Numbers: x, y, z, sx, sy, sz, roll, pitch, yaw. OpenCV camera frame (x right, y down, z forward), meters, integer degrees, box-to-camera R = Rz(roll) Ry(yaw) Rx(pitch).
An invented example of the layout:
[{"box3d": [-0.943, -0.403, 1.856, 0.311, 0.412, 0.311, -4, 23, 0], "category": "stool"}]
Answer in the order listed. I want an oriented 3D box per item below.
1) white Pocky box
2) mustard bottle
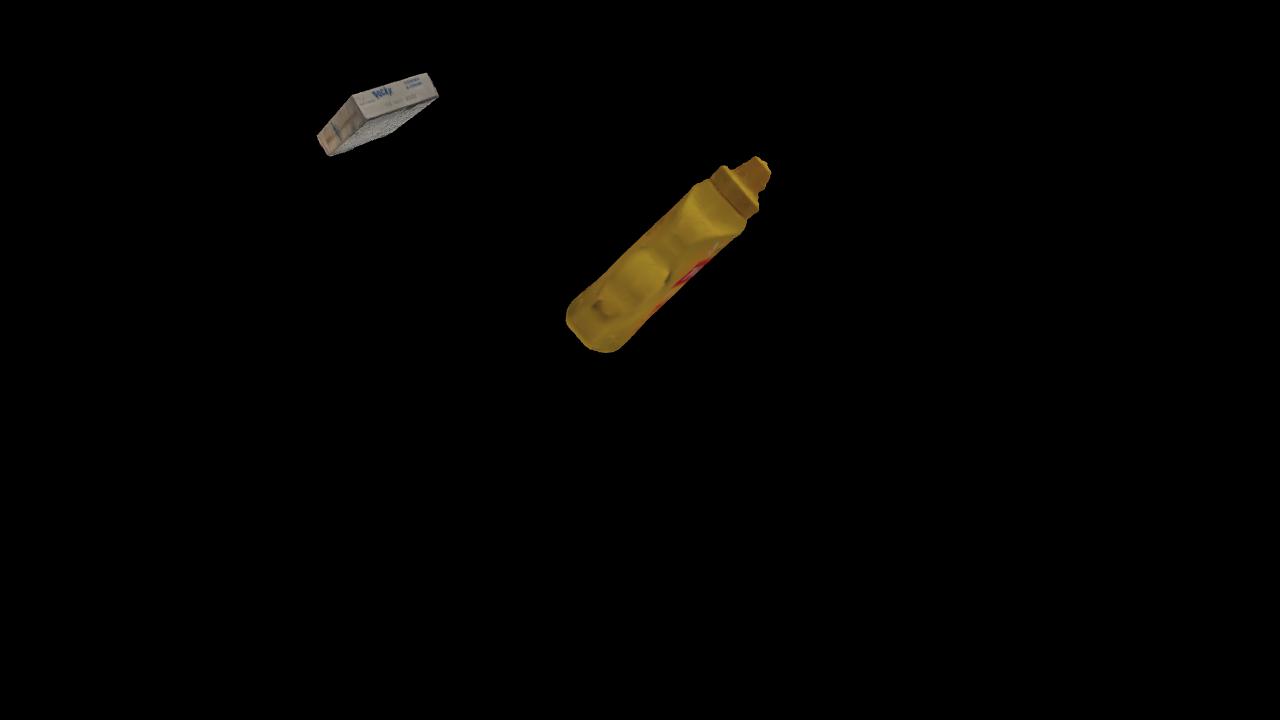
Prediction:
[{"box3d": [-0.279, -0.256, 0.647, 0.084, 0.028, 0.154, -38, 25, -31], "category": "white Pocky box"}, {"box3d": [0.026, -0.083, 0.470, 0.184, 0.054, 0.092, -42, -7, 19], "category": "mustard bottle"}]
